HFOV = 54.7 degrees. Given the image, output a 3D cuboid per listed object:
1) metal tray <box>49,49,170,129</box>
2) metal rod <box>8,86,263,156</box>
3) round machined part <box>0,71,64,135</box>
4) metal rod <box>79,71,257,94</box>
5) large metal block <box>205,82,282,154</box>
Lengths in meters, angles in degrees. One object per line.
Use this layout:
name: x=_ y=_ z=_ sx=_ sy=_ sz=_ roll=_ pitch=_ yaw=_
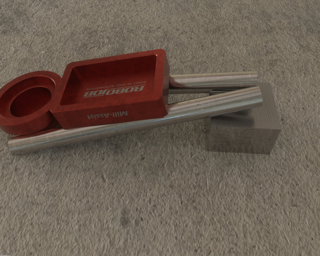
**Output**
metal tray: x=-0.056 y=-0.048 z=0.374 sx=0.131 sy=0.030 sz=0.090 roll=-6 pitch=49 yaw=11
metal rod: x=-0.034 y=-0.007 z=0.368 sx=0.301 sy=0.025 sz=0.025 roll=-11 pitch=50 yaw=6
round machined part: x=-0.165 y=-0.028 z=0.408 sx=0.098 sy=0.042 sz=0.098 roll=-6 pitch=49 yaw=8
metal rod: x=-0.029 y=-0.056 z=0.409 sx=0.301 sy=0.025 sz=0.025 roll=0 pitch=49 yaw=16
large metal block: x=0.101 y=-0.015 z=0.400 sx=0.080 sy=0.050 sz=0.080 roll=3 pitch=50 yaw=2
